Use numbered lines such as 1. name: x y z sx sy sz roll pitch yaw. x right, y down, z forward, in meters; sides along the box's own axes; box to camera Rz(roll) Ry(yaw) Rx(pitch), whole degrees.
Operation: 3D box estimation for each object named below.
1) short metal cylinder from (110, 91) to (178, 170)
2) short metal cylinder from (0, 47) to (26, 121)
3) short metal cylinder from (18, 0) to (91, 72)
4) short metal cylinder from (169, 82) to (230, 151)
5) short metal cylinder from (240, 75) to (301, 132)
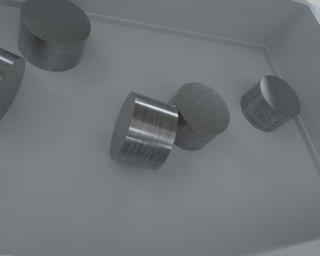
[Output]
1. short metal cylinder: -0.020 0.004 0.357 0.050 0.080 0.080 18 55 -18
2. short metal cylinder: -0.175 -0.044 0.303 0.050 0.080 0.080 25 53 -13
3. short metal cylinder: -0.133 -0.118 0.390 0.081 0.050 0.080 14 56 -21
4. short metal cylinder: 0.047 -0.015 0.424 0.081 0.050 0.080 14 56 -21
5. short metal cylinder: 0.182 -0.040 0.511 0.081 0.050 0.080 14 56 -21
